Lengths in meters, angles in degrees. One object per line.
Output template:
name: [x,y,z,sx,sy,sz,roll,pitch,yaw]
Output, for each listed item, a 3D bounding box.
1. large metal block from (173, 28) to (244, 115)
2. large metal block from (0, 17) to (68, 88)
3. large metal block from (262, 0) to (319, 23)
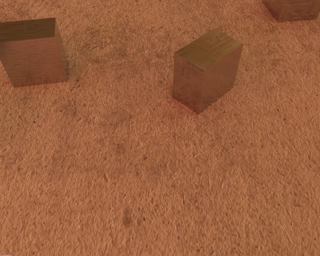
large metal block: [0.065,-0.079,0.434,0.080,0.080,0.050,-37,59,-27]
large metal block: [-0.186,-0.111,0.459,0.081,0.080,0.050,-8,51,-7]
large metal block: [0.257,-0.251,0.600,0.081,0.050,0.080,-7,50,-6]
